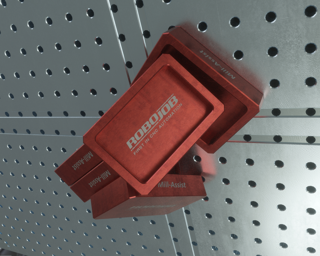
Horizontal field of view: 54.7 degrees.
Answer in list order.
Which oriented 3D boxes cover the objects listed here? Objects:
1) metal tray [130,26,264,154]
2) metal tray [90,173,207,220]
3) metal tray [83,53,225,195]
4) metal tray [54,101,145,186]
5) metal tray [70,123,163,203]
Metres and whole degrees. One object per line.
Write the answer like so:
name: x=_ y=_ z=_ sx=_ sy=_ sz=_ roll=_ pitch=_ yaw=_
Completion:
metal tray: x=0.040 y=-0.041 z=0.359 sx=0.130 sy=0.030 sz=0.089 roll=39 pitch=129 yaw=1
metal tray: x=-0.013 y=0.091 z=0.413 sx=0.090 sy=0.131 sz=0.030 roll=-36 pitch=57 yaw=39
metal tray: x=-0.006 y=-0.004 z=0.337 sx=0.090 sy=0.030 sz=0.130 roll=43 pitch=84 yaw=-2
metal tray: x=-0.078 y=0.020 z=0.420 sx=0.030 sy=0.090 sz=0.129 roll=49 pitch=128 yaw=-6
metal tray: x=-0.057 y=0.043 z=0.422 sx=0.030 sy=0.090 sz=0.129 roll=49 pitch=128 yaw=-6
